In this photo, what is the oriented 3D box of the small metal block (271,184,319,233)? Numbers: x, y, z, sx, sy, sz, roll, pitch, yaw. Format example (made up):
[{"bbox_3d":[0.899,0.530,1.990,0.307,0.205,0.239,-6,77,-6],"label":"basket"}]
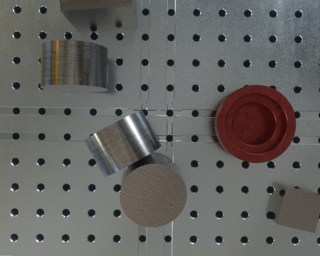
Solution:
[{"bbox_3d":[0.183,0.107,0.415,0.050,0.025,0.050,14,90,0],"label":"small metal block"}]

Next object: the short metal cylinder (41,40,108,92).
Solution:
[{"bbox_3d":[-0.105,-0.073,0.385,0.081,0.080,0.050,0,90,0],"label":"short metal cylinder"}]

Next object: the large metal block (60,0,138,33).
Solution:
[{"bbox_3d":[-0.073,-0.158,0.385,0.080,0.080,0.050,-4,90,0],"label":"large metal block"}]

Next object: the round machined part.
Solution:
[{"bbox_3d":[0.120,-0.005,0.406,0.099,0.042,0.097,0,90,0],"label":"round machined part"}]

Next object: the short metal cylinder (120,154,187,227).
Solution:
[{"bbox_3d":[-0.010,0.077,0.394,0.081,0.050,0.079,-1,99,-5],"label":"short metal cylinder"}]

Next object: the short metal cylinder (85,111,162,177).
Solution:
[{"bbox_3d":[-0.045,0.019,0.385,0.080,0.080,0.050,-28,90,0],"label":"short metal cylinder"}]
